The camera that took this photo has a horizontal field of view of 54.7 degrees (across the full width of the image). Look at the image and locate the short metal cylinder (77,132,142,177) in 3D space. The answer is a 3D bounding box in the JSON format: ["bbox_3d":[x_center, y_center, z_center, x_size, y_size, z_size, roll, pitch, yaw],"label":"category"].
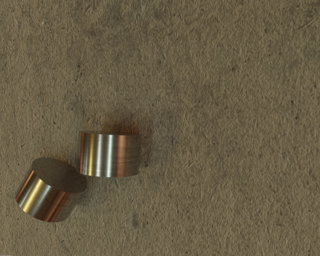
[{"bbox_3d":[-0.066,0.031,0.403,0.080,0.080,0.050,4,92,20],"label":"short metal cylinder"}]

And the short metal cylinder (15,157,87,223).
[{"bbox_3d":[-0.151,0.085,0.433,0.080,0.080,0.050,36,102,16],"label":"short metal cylinder"}]
